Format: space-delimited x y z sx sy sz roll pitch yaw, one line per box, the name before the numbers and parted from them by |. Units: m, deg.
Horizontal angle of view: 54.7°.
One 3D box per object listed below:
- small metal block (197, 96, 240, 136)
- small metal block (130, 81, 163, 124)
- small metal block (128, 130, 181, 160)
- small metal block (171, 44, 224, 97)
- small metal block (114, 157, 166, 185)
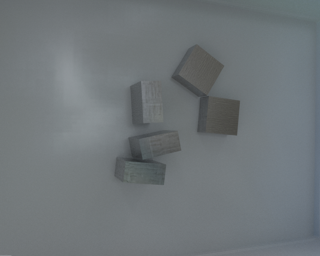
small metal block | 0.083 -0.017 0.441 0.050 0.025 0.050 6 88 -20
small metal block | -0.018 -0.031 0.391 0.025 0.050 0.050 -4 91 -20
small metal block | -0.008 0.020 0.394 0.050 0.050 0.025 -12 94 -20
small metal block | 0.053 -0.078 0.430 0.050 0.025 0.050 34 79 -17
small metal block | -0.026 0.053 0.388 0.050 0.050 0.025 7 88 -20
